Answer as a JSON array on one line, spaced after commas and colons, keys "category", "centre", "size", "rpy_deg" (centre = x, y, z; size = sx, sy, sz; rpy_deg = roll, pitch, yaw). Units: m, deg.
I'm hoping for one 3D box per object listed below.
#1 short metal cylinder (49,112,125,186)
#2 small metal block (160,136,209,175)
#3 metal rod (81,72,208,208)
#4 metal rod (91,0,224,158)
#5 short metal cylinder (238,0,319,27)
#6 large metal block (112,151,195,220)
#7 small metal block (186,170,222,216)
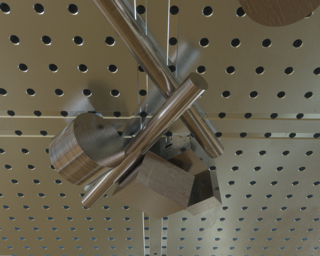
[{"category": "short metal cylinder", "centre": [-0.092, 0.027, 0.398], "size": [0.050, 0.080, 0.080], "rpy_deg": [-36, 122, 26]}, {"category": "small metal block", "centre": [0.036, 0.046, 0.451], "size": [0.050, 0.025, 0.050], "rpy_deg": [-28, 125, 22]}, {"category": "metal rod", "centre": [-0.039, 0.036, 0.421], "size": [0.025, 0.025, 0.298], "rpy_deg": [26, 132, -21]}, {"category": "metal rod", "centre": [-0.001, -0.063, 0.357], "size": [0.025, 0.025, 0.300], "rpy_deg": [-26, 126, 20]}, {"category": "short metal cylinder", "centre": [0.105, -0.139, 0.277], "size": [0.081, 0.050, 0.079], "rpy_deg": [0, 130, 0]}, {"category": "large metal block", "centre": [-0.010, 0.084, 0.445], "size": [0.080, 0.050, 0.080], "rpy_deg": [31, 143, -15]}, {"category": "small metal block", "centre": [0.065, 0.101, 0.482], "size": [0.050, 0.050, 0.025], "rpy_deg": [-29, 125, 22]}]
